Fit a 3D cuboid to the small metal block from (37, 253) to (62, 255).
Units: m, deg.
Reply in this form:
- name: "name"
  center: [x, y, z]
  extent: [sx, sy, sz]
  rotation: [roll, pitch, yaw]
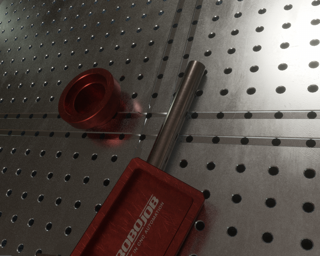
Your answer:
- name: "small metal block"
  center: [-0.124, 0.177, 0.363]
  extent: [0.050, 0.025, 0.050]
  rotation: [-5, 59, 25]

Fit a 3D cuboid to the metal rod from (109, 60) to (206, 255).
- name: "metal rod"
  center: [-0.004, 0.043, 0.382]
  extent: [0.025, 0.025, 0.300]
  rotation: [10, 67, 32]

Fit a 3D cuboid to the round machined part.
- name: "round machined part"
  center: [-0.102, -0.040, 0.474]
  extent: [0.098, 0.042, 0.098]
  rotation: [-13, 56, 20]

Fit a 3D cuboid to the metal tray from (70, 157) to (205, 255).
- name: "metal tray"
  center: [-0.022, 0.107, 0.325]
  extent: [0.090, 0.030, 0.130]
  rotation: [27, 72, 15]
